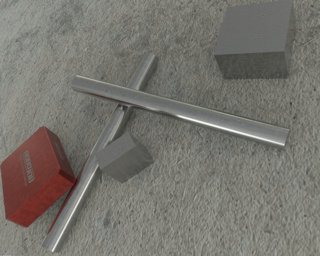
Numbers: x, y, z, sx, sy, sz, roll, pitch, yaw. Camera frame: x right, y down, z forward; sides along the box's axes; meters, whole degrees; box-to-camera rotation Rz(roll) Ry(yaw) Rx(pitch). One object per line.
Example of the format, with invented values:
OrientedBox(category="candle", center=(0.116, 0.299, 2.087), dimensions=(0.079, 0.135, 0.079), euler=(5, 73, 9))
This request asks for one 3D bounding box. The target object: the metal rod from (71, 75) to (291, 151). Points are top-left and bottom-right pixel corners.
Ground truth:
OrientedBox(category="metal rod", center=(0.006, -0.027, 0.394), dimensions=(0.301, 0.025, 0.025), euler=(17, 71, 27))

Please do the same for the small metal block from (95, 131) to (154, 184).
OrientedBox(category="small metal block", center=(-0.043, 0.038, 0.386), dimensions=(0.050, 0.050, 0.025), euler=(-34, 52, 5))

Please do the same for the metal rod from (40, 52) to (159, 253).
OrientedBox(category="metal rod", center=(-0.075, 0.020, 0.428), dimensions=(0.025, 0.025, 0.300), euler=(13, 68, 33))

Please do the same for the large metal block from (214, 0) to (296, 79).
OrientedBox(category="large metal block", center=(0.122, -0.109, 0.390), dimensions=(0.080, 0.050, 0.080), euler=(4, 64, 29))

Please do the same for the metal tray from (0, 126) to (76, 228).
OrientedBox(category="metal tray", center=(-0.176, 0.062, 0.436), dimensions=(0.090, 0.030, 0.130), euler=(-43, 39, -2))
